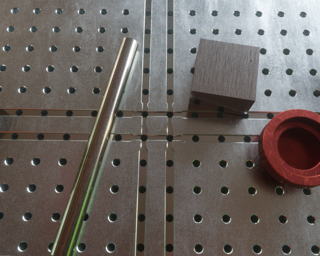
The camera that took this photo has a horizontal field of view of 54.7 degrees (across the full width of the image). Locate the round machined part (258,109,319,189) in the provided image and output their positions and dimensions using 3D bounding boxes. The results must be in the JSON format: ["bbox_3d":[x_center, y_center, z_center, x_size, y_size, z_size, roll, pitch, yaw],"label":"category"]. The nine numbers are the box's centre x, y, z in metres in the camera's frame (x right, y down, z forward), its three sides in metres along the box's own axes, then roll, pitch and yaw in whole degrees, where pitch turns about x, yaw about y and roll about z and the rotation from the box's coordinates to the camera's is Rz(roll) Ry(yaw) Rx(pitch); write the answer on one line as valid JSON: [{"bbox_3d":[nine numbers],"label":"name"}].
[{"bbox_3d":[0.173,0.029,0.393,0.099,0.042,0.098,0,70,0],"label":"round machined part"}]

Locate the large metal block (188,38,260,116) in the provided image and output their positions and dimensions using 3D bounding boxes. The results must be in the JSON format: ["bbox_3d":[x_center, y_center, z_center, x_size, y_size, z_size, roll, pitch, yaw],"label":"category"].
[{"bbox_3d":[0.086,-0.069,0.424,0.080,0.050,0.080,10,70,3],"label":"large metal block"}]

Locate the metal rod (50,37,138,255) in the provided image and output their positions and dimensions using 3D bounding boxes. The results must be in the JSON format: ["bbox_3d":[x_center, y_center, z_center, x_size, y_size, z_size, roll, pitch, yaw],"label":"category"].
[{"bbox_3d":[-0.079,0.011,0.406,0.025,0.025,0.299,13,70,4],"label":"metal rod"}]
